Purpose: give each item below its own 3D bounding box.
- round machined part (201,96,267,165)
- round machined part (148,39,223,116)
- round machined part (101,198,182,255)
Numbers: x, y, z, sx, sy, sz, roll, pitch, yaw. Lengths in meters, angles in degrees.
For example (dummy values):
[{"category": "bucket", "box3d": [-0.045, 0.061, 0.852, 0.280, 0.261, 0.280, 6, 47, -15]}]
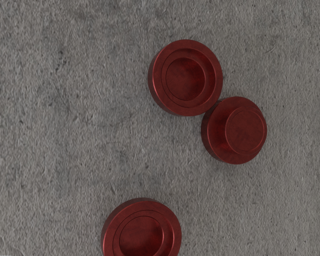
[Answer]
[{"category": "round machined part", "box3d": [0.112, 0.003, 0.441, 0.099, 0.042, 0.097, 0, 90, -20]}, {"category": "round machined part", "box3d": [0.030, -0.064, 0.411, 0.099, 0.042, 0.097, 0, 90, -20]}, {"category": "round machined part", "box3d": [-0.026, 0.136, 0.391, 0.099, 0.042, 0.097, 0, 90, -20]}]
